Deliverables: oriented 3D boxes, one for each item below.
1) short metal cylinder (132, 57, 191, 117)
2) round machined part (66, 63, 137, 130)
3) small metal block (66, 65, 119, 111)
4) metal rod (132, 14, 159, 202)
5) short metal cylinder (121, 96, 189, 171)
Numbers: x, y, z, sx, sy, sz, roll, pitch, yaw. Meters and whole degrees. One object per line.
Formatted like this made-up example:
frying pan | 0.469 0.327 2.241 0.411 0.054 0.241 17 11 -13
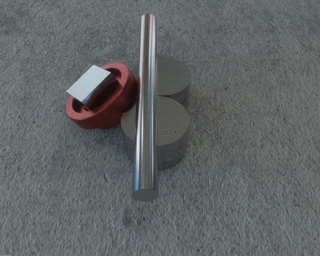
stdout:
short metal cylinder | 0.002 -0.056 0.435 0.081 0.050 0.080 0 50 0
round machined part | -0.071 -0.036 0.407 0.098 0.042 0.098 -20 44 21
small metal block | -0.084 -0.049 0.393 0.050 0.025 0.050 -48 41 -11
metal rod | -0.016 -0.052 0.384 0.025 0.025 0.300 -1 50 -1
short metal cylinder | -0.006 0.006 0.383 0.081 0.050 0.080 0 49 0
